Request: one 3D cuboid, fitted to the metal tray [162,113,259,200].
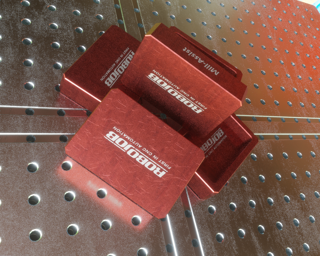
[{"bbox_3d":[0.071,0.024,0.429,0.090,0.030,0.131,47,51,5],"label":"metal tray"}]

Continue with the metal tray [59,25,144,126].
[{"bbox_3d":[-0.060,-0.074,0.418,0.090,0.030,0.130,34,51,-7],"label":"metal tray"}]

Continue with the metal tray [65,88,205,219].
[{"bbox_3d":[-0.027,0.028,0.350,0.130,0.030,0.090,37,76,-4],"label":"metal tray"}]

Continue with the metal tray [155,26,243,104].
[{"bbox_3d":[0.050,-0.079,0.443,0.130,0.030,0.090,32,51,-8],"label":"metal tray"}]

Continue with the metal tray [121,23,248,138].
[{"bbox_3d":[0.026,-0.052,0.374,0.130,0.090,0.030,35,51,-5],"label":"metal tray"}]
